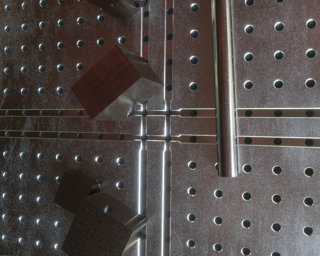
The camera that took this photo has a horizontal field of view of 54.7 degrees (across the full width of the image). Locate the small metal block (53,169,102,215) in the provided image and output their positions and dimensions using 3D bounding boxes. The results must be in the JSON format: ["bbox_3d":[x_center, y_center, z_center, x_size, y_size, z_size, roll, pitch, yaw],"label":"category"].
[{"bbox_3d":[-0.121,0.095,0.454,0.050,0.025,0.050,23,97,18],"label":"small metal block"}]

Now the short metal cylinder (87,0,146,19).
[{"bbox_3d":[-0.061,-0.196,0.420,0.080,0.050,0.079,0,90,19],"label":"short metal cylinder"}]

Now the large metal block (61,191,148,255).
[{"bbox_3d":[-0.075,0.146,0.425,0.080,0.050,0.080,27,99,17],"label":"large metal block"}]

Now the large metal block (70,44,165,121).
[{"bbox_3d":[-0.052,-0.053,0.401,0.080,0.080,0.050,-39,78,16],"label":"large metal block"}]

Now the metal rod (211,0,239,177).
[{"bbox_3d":[0.078,-0.090,0.384,0.025,0.025,0.298,-3,89,19],"label":"metal rod"}]
